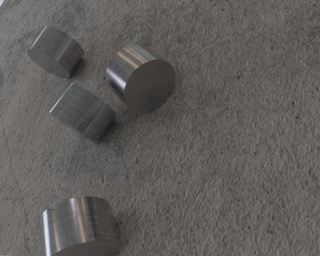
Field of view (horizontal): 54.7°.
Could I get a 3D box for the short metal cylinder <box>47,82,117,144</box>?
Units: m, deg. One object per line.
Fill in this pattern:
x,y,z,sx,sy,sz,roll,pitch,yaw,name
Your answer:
-0.109,-0.020,0.438,0.080,0.080,0.050,25,75,36,short metal cylinder

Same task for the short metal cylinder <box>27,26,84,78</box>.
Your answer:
-0.182,-0.131,0.545,0.080,0.080,0.050,14,69,34,short metal cylinder

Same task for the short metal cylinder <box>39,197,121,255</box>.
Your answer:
-0.089,0.119,0.342,0.080,0.080,0.050,-30,52,9,short metal cylinder

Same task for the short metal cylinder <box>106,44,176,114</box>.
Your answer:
-0.026,-0.067,0.423,0.080,0.080,0.050,-44,51,-2,short metal cylinder
